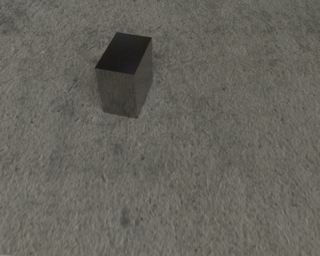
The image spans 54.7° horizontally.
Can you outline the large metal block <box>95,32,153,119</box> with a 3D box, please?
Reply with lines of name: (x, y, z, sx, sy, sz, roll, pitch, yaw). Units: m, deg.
large metal block: (-0.045, -0.072, 0.428, 0.050, 0.080, 0.080, 11, 51, 9)
